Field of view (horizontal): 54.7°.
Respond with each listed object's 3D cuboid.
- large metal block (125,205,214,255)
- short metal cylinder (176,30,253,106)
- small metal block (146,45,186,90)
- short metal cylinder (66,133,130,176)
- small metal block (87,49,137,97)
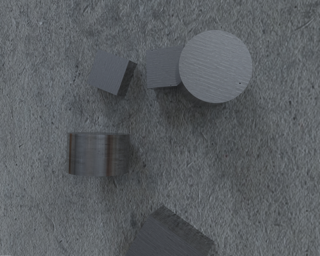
[{"bbox_3d":[0.009,0.159,0.392,0.080,0.050,0.080,33,100,16],"label":"large metal block"},{"bbox_3d":[0.060,-0.067,0.360,0.081,0.050,0.079,0,89,-2],"label":"short metal cylinder"},{"bbox_3d":[0.011,-0.077,0.405,0.050,0.025,0.050,-2,89,19],"label":"small metal block"},{"bbox_3d":[-0.081,0.032,0.407,0.080,0.080,0.050,2,91,19],"label":"short metal cylinder"},{"bbox_3d":[-0.067,-0.076,0.431,0.050,0.025,0.050,23,97,18],"label":"small metal block"}]
